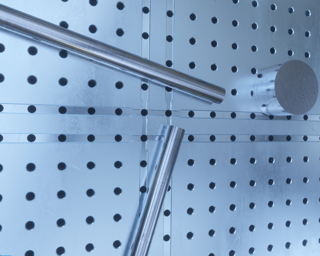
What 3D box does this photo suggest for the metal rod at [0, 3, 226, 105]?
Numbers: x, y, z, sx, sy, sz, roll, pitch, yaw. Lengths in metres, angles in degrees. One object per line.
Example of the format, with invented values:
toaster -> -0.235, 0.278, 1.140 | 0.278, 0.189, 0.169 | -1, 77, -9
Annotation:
metal rod -> -0.050, -0.087, 0.393 | 0.302, 0.025, 0.025 | 17, 85, -19

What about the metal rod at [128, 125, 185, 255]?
metal rod -> -0.021, 0.142, 0.404 | 0.025, 0.025, 0.299 | 19, 84, -19

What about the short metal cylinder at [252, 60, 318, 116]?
short metal cylinder -> 0.189, -0.058, 0.469 | 0.081, 0.050, 0.080 | 0, 89, -20
